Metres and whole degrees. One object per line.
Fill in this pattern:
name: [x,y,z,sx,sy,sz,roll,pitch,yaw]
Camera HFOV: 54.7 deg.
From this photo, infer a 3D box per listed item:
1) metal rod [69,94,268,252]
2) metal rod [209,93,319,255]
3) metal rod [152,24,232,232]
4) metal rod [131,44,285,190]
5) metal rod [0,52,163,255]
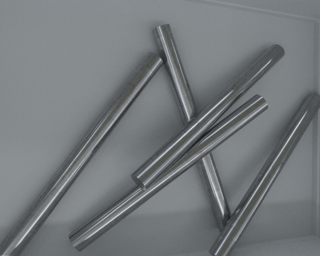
metal rod: [0.018,0.052,0.398,0.301,0.025,0.025,-36,102,-9]
metal rod: [0.165,0.061,0.456,0.025,0.025,0.301,45,70,-15]
metal rod: [0.049,0.006,0.430,0.025,0.025,0.298,-22,98,-19]
metal rod: [0.078,-0.028,0.418,0.301,0.025,0.025,-41,104,-24]
metal rod: [-0.091,0.027,0.377,0.025,0.025,0.300,39,77,-16]
